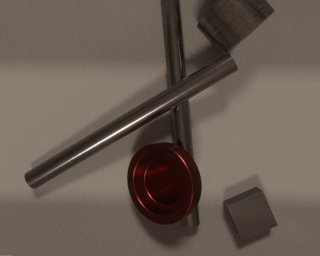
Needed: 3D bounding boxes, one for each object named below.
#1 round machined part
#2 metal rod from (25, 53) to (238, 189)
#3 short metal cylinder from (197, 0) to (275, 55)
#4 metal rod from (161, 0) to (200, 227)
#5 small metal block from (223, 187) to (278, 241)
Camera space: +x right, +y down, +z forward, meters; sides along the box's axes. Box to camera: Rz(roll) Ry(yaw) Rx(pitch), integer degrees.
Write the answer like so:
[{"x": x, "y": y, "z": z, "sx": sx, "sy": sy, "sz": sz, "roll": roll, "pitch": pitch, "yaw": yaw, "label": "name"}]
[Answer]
[{"x": 0.009, "y": 0.066, "z": 0.387, "sx": 0.098, "sy": 0.042, "sz": 0.097, "roll": 3, "pitch": 95, "yaw": 36, "label": "round machined part"}, {"x": -0.041, "y": -0.006, "z": 0.393, "sx": 0.301, "sy": 0.025, "sz": 0.025, "roll": -30, "pitch": 90, "yaw": 6, "label": "metal rod"}, {"x": 0.093, "y": -0.135, "z": 0.385, "sx": 0.080, "sy": 0.080, "sz": 0.050, "roll": -41, "pitch": 90, "yaw": 0, "label": "short metal cylinder"}, {"x": 0.027, "y": -0.020, "z": 0.411, "sx": 0.025, "sy": 0.025, "sz": 0.298, "roll": -5, "pitch": 90, "yaw": -1, "label": "metal rod"}, {"x": 0.120, "y": 0.113, "z": 0.413, "sx": 0.050, "sy": 0.025, "sz": 0.050, "roll": -24, "pitch": 90, "yaw": -1, "label": "small metal block"}]
